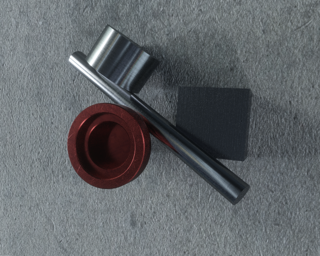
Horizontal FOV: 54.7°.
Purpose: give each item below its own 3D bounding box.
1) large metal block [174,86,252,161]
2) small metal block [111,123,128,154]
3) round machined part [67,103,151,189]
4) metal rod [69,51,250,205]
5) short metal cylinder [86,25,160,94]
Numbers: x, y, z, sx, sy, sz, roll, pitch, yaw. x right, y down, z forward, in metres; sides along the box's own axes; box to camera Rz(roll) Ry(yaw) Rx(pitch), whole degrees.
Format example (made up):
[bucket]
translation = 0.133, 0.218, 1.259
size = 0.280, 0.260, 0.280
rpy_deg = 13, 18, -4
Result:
[large metal block]
translation = 0.065, -0.006, 0.374
size = 0.080, 0.050, 0.079
rpy_deg = 5, 92, 19
[small metal block]
translation = -0.044, 0.007, 0.412
size = 0.025, 0.050, 0.050
rpy_deg = -2, 89, 20
[round machined part]
translation = -0.056, 0.020, 0.367
size = 0.098, 0.042, 0.097
rpy_deg = 1, 92, 19
[metal rod]
translation = -0.021, -0.017, 0.377
size = 0.300, 0.025, 0.025
rpy_deg = 40, 103, 30
[short metal cylinder]
translation = -0.047, -0.088, 0.396
size = 0.080, 0.080, 0.050
rpy_deg = 39, 102, 15
